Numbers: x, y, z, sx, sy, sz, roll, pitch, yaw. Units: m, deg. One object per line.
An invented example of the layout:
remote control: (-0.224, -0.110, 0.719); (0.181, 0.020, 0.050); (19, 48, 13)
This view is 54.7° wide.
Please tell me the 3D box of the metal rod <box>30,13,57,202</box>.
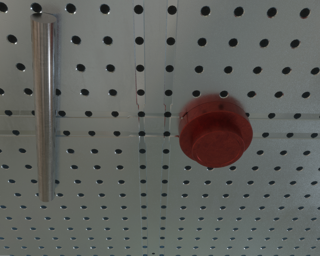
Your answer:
metal rod: (-0.151, -0.001, 0.408); (0.025, 0.025, 0.298); (9, 130, -9)

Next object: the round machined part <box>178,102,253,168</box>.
round machined part: (0.075, 0.016, 0.415); (0.099, 0.042, 0.097); (-1, 130, 0)
